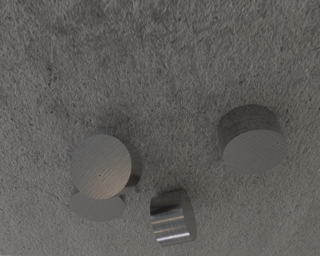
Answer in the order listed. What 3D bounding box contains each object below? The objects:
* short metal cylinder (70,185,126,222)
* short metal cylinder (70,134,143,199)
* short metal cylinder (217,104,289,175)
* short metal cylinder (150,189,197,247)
[{"bbox_3d":[-0.092,0.099,0.474,0.081,0.050,0.079,0,130,0],"label":"short metal cylinder"},{"bbox_3d":[-0.068,0.051,0.405,0.080,0.080,0.050,-13,169,10],"label":"short metal cylinder"},{"bbox_3d":[0.119,0.016,0.405,0.081,0.050,0.079,0,130,0],"label":"short metal cylinder"},{"bbox_3d":[0.023,0.143,0.493,0.050,0.080,0.080,-16,128,13],"label":"short metal cylinder"}]
